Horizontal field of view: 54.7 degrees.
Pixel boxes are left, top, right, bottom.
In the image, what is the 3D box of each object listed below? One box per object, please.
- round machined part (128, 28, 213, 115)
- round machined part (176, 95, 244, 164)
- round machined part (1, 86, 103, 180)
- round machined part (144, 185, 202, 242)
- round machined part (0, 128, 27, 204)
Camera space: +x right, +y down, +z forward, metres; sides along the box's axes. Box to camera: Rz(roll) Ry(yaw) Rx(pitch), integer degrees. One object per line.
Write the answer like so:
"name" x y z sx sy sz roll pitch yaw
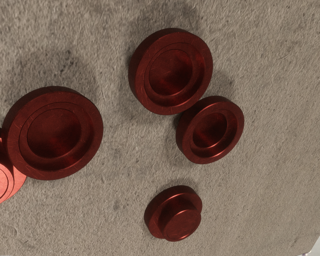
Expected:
"round machined part" 0.009 -0.067 0.360 0.099 0.042 0.097 -14 125 -21
"round machined part" 0.065 -0.001 0.433 0.099 0.042 0.097 -14 125 -21
"round machined part" -0.114 0.002 0.328 0.099 0.042 0.097 -18 122 -32
"round machined part" 0.027 0.145 0.502 0.099 0.042 0.097 -14 125 -21
"round machined part" -0.190 0.048 0.322 0.099 0.042 0.097 -14 125 -21
